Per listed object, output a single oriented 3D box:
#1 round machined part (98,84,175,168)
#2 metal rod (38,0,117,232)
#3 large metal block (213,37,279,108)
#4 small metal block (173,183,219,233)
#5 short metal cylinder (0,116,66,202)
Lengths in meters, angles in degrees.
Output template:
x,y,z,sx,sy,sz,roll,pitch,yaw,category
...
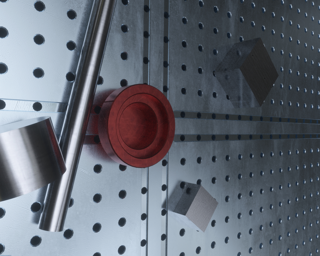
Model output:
x,y,z,sx,sy,sz,roll,pitch,yaw,category
-0.032,-0.003,0.373,0.099,0.042,0.097,0,90,-40,round machined part
-0.083,-0.042,0.340,0.025,0.025,0.299,19,78,-39,metal rod
0.146,-0.090,0.518,0.080,0.050,0.080,52,60,-28,large metal block
0.054,0.117,0.457,0.050,0.025,0.050,48,62,-30,small metal block
-0.128,0.024,0.267,0.081,0.080,0.050,-22,104,-38,short metal cylinder
